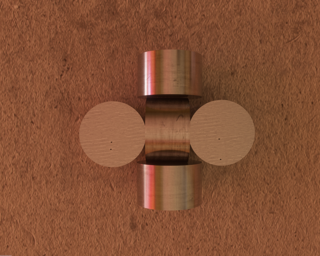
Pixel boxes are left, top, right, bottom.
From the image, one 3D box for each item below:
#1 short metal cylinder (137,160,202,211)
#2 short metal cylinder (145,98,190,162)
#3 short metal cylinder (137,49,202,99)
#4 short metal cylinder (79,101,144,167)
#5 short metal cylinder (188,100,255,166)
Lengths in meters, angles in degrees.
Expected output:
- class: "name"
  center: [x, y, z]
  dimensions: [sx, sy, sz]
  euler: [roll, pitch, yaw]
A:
- class: "short metal cylinder"
  center: [0.012, 0.067, 0.384]
  dimensions: [0.081, 0.080, 0.050]
  euler: [0, 90, 0]
- class: "short metal cylinder"
  center: [0.009, 0.002, 0.384]
  dimensions: [0.050, 0.080, 0.080]
  euler: [0, 90, 0]
- class: "short metal cylinder"
  center: [0.012, -0.063, 0.384]
  dimensions: [0.081, 0.080, 0.050]
  euler: [0, 90, 0]
- class: "short metal cylinder"
  center: [-0.057, 0.007, 0.398]
  dimensions: [0.081, 0.050, 0.080]
  euler: [0, 90, -1]
- class: "short metal cylinder"
  center: [0.074, 0.005, 0.399]
  dimensions: [0.081, 0.050, 0.080]
  euler: [0, 90, 0]
